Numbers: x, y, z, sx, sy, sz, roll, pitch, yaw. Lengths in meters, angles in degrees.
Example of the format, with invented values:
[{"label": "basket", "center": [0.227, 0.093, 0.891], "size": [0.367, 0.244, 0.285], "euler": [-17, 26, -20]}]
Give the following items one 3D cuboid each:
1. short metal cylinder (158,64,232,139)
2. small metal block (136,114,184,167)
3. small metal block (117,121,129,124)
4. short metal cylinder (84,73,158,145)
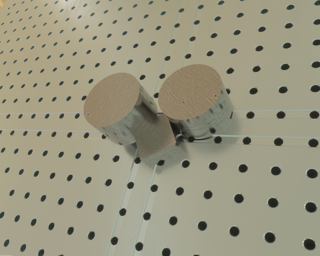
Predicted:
[{"label": "short metal cylinder", "center": [0.045, -0.033, 0.389], "size": [0.080, 0.050, 0.080], "euler": [-13, 56, 21]}, {"label": "small metal block", "center": [-0.003, 0.015, 0.401], "size": [0.050, 0.025, 0.050], "euler": [-26, 53, 12]}, {"label": "small metal block", "center": [-0.057, -0.011, 0.445], "size": [0.050, 0.025, 0.050], "euler": [15, 70, 34]}, {"label": "short metal cylinder", "center": [-0.050, -0.025, 0.402], "size": [0.080, 0.050, 0.080], "euler": [-13, 56, 21]}]
